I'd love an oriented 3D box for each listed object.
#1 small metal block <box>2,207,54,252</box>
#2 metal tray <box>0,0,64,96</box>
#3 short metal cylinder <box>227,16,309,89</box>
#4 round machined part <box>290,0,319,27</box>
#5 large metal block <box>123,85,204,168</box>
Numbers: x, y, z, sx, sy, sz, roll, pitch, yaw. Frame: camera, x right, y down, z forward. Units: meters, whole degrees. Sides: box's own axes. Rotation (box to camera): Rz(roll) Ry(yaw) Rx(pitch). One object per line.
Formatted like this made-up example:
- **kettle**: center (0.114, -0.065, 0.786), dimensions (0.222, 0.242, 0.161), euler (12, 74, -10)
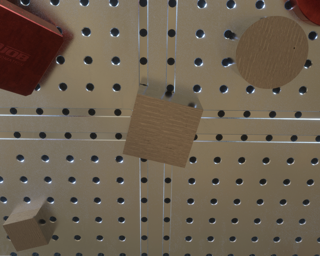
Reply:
- **small metal block**: center (-0.198, 0.154, 0.468), dimensions (0.050, 0.025, 0.050), euler (-15, 110, 5)
- **metal tray**: center (-0.184, -0.094, 0.334), dimensions (0.131, 0.030, 0.090), euler (19, 115, -49)
- **short metal cylinder**: center (0.124, -0.091, 0.367), dimensions (0.081, 0.050, 0.079), euler (0, 110, 0)
- **round machined part**: center (0.201, -0.163, 0.346), dimensions (0.099, 0.042, 0.097), euler (0, 110, 0)
- **large metal block**: center (0.002, -0.003, 0.399), dimensions (0.080, 0.050, 0.079), euler (14, 110, -5)
